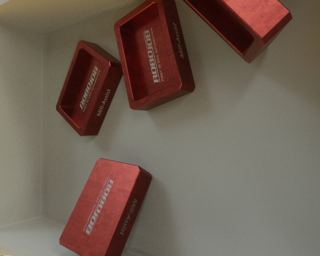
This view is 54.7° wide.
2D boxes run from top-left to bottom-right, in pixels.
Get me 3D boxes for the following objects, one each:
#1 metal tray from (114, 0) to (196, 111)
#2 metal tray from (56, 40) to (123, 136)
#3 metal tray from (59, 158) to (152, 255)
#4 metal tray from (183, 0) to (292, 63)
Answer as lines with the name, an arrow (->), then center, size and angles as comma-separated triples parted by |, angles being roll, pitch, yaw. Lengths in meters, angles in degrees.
metal tray -> -0.011, -0.097, 0.412 | 0.090, 0.030, 0.129 | -20, 78, 38
metal tray -> -0.116, -0.063, 0.499 | 0.090, 0.030, 0.129 | 40, 114, 32
metal tray -> -0.074, 0.111, 0.426 | 0.090, 0.030, 0.130 | 5, 64, 40
metal tray -> 0.054, -0.123, 0.289 | 0.030, 0.090, 0.130 | -45, 85, 6
